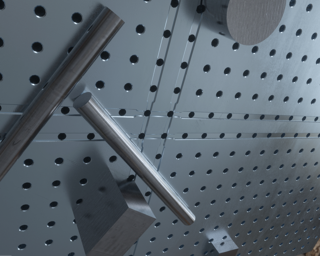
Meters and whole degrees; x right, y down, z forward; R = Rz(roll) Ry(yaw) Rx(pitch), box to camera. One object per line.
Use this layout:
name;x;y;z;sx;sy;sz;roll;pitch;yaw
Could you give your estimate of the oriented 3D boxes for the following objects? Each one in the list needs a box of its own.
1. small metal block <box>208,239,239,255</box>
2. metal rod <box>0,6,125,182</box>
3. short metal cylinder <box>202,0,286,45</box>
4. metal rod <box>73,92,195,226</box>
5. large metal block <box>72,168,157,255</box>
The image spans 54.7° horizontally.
small metal block;0.129;0.264;0.645;0.050;0.025;0.050;-2;119;-28
metal rod;-0.141;-0.002;0.332;0.025;0.025;0.299;35;99;-39
short metal cylinder;0.097;-0.142;0.359;0.081;0.050;0.079;-14;124;-21
metal rod;-0.019;0.063;0.439;0.025;0.025;0.300;-38;129;-3
large metal block;-0.063;0.115;0.412;0.080;0.080;0.050;-49;129;6
